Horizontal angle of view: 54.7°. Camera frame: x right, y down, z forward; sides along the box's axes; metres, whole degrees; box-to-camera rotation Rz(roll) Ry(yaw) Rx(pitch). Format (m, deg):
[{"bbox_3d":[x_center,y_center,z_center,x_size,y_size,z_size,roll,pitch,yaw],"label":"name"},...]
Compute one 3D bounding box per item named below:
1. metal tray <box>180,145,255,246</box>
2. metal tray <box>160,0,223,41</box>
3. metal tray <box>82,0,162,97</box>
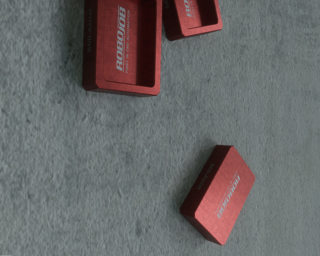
[{"bbox_3d":[0.094,0.102,0.484,0.090,0.030,0.130,50,60,-29],"label":"metal tray"},{"bbox_3d":[0.038,-0.195,0.434,0.091,0.030,0.129,-24,105,-38],"label":"metal tray"},{"bbox_3d":[-0.042,-0.105,0.367,0.091,0.030,0.129,2,89,-40],"label":"metal tray"}]
